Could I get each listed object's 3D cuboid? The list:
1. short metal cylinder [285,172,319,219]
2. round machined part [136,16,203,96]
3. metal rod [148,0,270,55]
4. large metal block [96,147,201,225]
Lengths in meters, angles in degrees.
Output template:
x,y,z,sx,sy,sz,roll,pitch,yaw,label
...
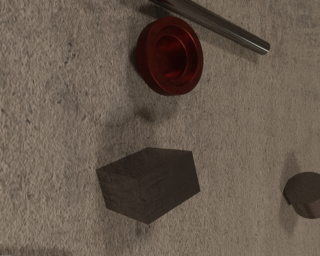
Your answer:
x,y,z,sx,sy,sz,roll,pitch,yaw,label
0.302,0.135,0.627,0.080,0.080,0.050,-51,121,-28,short metal cylinder
0.008,-0.090,0.402,0.099,0.042,0.097,0,90,-40,round machined part
0.076,-0.163,0.470,0.302,0.025,0.025,9,85,-40,metal rod
-0.014,0.061,0.359,0.081,0.080,0.050,-22,104,-38,large metal block
